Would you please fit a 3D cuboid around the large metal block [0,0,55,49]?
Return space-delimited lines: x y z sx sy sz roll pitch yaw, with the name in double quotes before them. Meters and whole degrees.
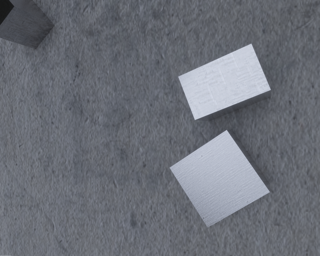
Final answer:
"large metal block" -0.219 -0.170 0.455 0.050 0.080 0.080 -45 76 14

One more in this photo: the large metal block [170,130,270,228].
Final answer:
"large metal block" 0.072 0.057 0.370 0.080 0.050 0.080 -36 79 16

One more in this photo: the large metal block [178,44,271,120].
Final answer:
"large metal block" 0.077 -0.046 0.352 0.080 0.080 0.050 -22 83 18
